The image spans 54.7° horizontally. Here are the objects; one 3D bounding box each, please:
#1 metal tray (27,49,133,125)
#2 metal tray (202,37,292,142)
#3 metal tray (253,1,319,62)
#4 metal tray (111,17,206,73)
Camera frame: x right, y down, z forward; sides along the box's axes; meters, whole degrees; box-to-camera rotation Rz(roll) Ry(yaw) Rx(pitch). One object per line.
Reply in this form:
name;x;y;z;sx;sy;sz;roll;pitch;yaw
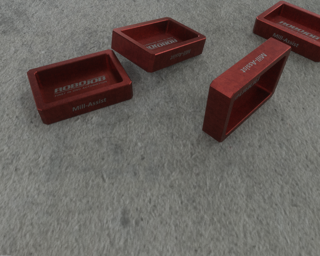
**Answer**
metal tray;-0.116;-0.064;0.451;0.131;0.030;0.090;-19;53;-16
metal tray;0.112;-0.050;0.404;0.030;0.089;0.131;38;59;27
metal tray;0.246;-0.175;0.550;0.130;0.030;0.090;37;59;26
metal tray;0.000;-0.137;0.495;0.090;0.030;0.131;37;45;26
